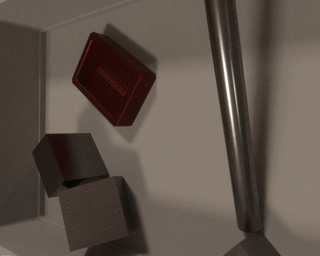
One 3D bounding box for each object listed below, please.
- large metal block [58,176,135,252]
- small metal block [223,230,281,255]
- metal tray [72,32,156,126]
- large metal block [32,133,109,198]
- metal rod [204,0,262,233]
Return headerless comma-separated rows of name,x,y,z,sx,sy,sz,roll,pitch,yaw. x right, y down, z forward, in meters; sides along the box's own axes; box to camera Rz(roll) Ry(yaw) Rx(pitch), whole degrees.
large metal block,-0.087,0.117,0.435,0.080,0.050,0.080,-16,79,3
small metal block,0.098,0.136,0.309,0.050,0.050,0.025,52,120,27
metal tray,-0.074,-0.073,0.461,0.130,0.030,0.089,43,116,31
large metal block,-0.139,0.055,0.483,0.050,0.081,0.080,-44,64,31
metal rod,0.065,-0.034,0.281,0.025,0.025,0.298,4,115,39
